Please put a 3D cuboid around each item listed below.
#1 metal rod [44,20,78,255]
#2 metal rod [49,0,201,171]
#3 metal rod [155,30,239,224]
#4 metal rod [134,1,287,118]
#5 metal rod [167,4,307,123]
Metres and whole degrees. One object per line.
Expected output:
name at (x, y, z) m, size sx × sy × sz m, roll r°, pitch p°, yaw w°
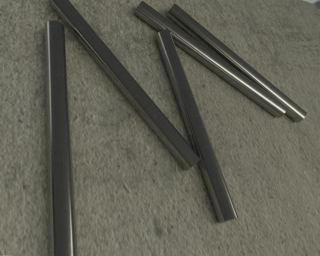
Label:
metal rod at (-0.113, -0.002, 0.344) m, size 0.025 × 0.025 × 0.299 m, roll 3°, pitch 60°, yaw -27°
metal rod at (-0.051, -0.067, 0.418) m, size 0.025 × 0.025 × 0.300 m, roll -34°, pitch 81°, yaw -38°
metal rod at (0.045, -0.017, 0.440) m, size 0.025 × 0.025 × 0.299 m, roll -3°, pitch 63°, yaw -30°
metal rod at (0.088, -0.112, 0.521) m, size 0.301 × 0.025 × 0.025 m, roll 35°, pitch 51°, yaw -6°
metal rod at (0.136, -0.113, 0.548) m, size 0.300 × 0.025 × 0.025 m, roll 39°, pitch 51°, yaw -2°
